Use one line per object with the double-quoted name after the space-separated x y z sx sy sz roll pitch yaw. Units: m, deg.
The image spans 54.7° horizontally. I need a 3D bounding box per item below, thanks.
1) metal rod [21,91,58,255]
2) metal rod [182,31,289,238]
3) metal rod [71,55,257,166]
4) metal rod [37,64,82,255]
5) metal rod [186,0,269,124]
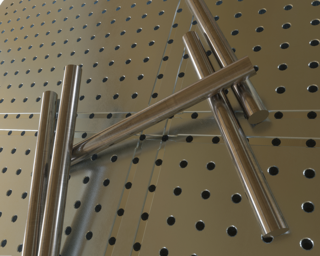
-0.175 0.066 0.456 0.025 0.025 0.299 -19 54 16 "metal rod"
0.077 -0.019 0.378 0.025 0.025 0.299 -25 53 13 "metal rod"
-0.022 -0.011 0.404 0.300 0.025 0.025 -26 53 19 "metal rod"
-0.132 0.052 0.412 0.025 0.025 0.299 -8 68 24 "metal rod"
0.079 -0.128 0.444 0.025 0.025 0.299 -25 53 12 "metal rod"
